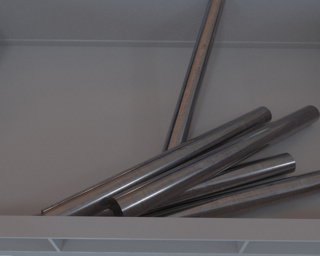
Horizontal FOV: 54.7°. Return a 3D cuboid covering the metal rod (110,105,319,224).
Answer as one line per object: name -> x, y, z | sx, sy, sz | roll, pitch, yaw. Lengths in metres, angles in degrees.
metal rod -> 0.084, 0.026, 0.346 | 0.302, 0.025, 0.025 | -21, 52, -31

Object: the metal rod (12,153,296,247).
metal rod -> 0.010, 0.069, 0.326 | 0.302, 0.025, 0.025 | -11, 51, -16

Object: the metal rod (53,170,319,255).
metal rod -> 0.044, 0.088, 0.330 | 0.302, 0.025, 0.025 | -11, 51, -10

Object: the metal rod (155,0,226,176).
metal rod -> 0.044, -0.061, 0.407 | 0.025, 0.025, 0.300 | 13, 66, 11

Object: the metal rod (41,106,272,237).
metal rod -> 0.024, 0.031, 0.340 | 0.302, 0.025, 0.025 | -22, 53, -33
